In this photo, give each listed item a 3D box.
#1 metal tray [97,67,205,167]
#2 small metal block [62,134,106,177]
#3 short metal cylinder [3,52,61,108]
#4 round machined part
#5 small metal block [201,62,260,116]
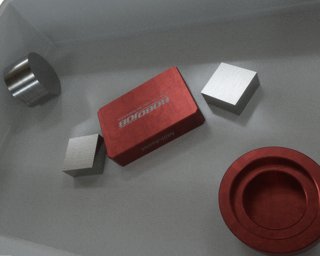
[{"bbox_3d":[-0.016,-0.016,0.420,0.130,0.030,0.090,-29,52,9],"label":"metal tray"},{"bbox_3d":[-0.104,0.039,0.434,0.050,0.025,0.050,-9,58,22],"label":"small metal block"},{"bbox_3d":[-0.217,-0.082,0.532,0.050,0.080,0.080,-27,53,11],"label":"short metal cylinder"},{"bbox_3d":[0.109,0.070,0.294,0.098,0.042,0.098,-13,56,20],"label":"round machined part"},{"bbox_3d":[0.089,-0.050,0.389,0.050,0.025,0.050,27,76,36],"label":"small metal block"}]
